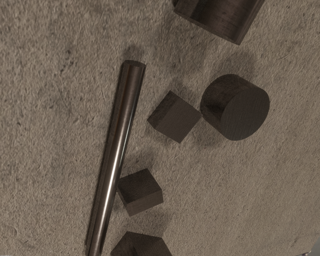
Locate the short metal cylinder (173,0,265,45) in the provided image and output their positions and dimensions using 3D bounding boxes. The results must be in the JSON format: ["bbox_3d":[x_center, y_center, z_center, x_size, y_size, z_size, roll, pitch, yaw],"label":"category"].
[{"bbox_3d":[0.061,-0.128,0.327,0.081,0.080,0.050,15,110,-35],"label":"short metal cylinder"}]

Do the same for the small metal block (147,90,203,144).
[{"bbox_3d":[0.020,-0.014,0.411,0.050,0.025,0.050,31,101,-38],"label":"small metal block"}]

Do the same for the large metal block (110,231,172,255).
[{"bbox_3d":[-0.022,0.219,0.497,0.080,0.080,0.050,27,104,-38],"label":"large metal block"}]

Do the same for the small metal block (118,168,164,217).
[{"bbox_3d":[-0.029,0.088,0.431,0.050,0.050,0.025,-19,126,-18],"label":"small metal block"}]

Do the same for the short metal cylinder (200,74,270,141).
[{"bbox_3d":[0.104,-0.029,0.432,0.081,0.050,0.079,-14,125,-21],"label":"short metal cylinder"}]

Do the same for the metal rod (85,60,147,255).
[{"bbox_3d":[-0.064,0.058,0.408,0.025,0.025,0.298,1,118,-29],"label":"metal rod"}]
